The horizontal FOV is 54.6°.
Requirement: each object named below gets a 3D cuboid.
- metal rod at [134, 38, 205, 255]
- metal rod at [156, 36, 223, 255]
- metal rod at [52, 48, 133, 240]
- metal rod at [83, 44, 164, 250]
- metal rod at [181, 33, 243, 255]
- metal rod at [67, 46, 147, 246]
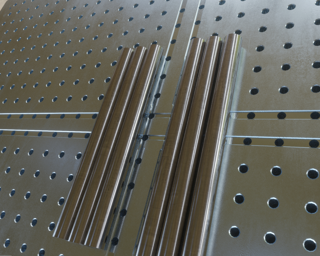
[{"bbox_3d":[0.021,0.008,0.393,0.025,0.025,0.300,1,62,29],"label":"metal rod"},{"bbox_3d":[0.042,0.009,0.381,0.025,0.025,0.300,1,62,29],"label":"metal rod"},{"bbox_3d":[-0.087,0.007,0.450,0.025,0.025,0.300,1,62,29],"label":"metal rod"},{"bbox_3d":[-0.042,0.008,0.426,0.025,0.025,0.300,1,62,29],"label":"metal rod"},{"bbox_3d":[0.066,0.009,0.368,0.025,0.025,0.300,1,62,29],"label":"metal rod"},{"bbox_3d":[-0.064,0.008,0.437,0.025,0.025,0.300,1,62,29],"label":"metal rod"}]
